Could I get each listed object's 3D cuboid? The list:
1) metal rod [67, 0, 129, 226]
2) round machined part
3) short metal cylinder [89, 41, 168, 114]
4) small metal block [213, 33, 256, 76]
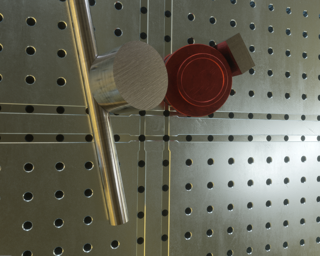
[{"bbox_3d":[-0.077,-0.028,0.384,0.025,0.025,0.298,-11,94,-20],"label":"metal rod"},{"bbox_3d":[0.051,-0.063,0.414,0.099,0.042,0.097,-1,96,-11],"label":"round machined part"},{"bbox_3d":[-0.037,-0.059,0.372,0.081,0.050,0.080,5,83,-42],"label":"short metal cylinder"},{"bbox_3d":[0.099,-0.100,0.437,0.025,0.050,0.050,-33,101,-18],"label":"small metal block"}]
